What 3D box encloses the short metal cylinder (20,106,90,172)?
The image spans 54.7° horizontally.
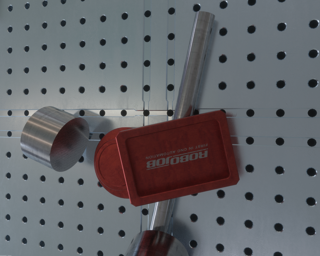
[{"bbox_3d":[-0.145,0.015,0.434,0.050,0.080,0.080,21,97,19],"label":"short metal cylinder"}]

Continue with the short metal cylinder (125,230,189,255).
[{"bbox_3d":[-0.008,0.176,0.387,0.080,0.050,0.079,7,116,14],"label":"short metal cylinder"}]

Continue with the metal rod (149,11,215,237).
[{"bbox_3d":[0.027,0.002,0.403,0.025,0.025,0.298,13,94,19],"label":"metal rod"}]

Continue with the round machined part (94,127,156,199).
[{"bbox_3d":[-0.048,0.048,0.420,0.098,0.042,0.097,0,90,20],"label":"round machined part"}]

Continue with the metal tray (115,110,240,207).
[{"bbox_3d":[0.021,0.035,0.374,0.131,0.030,0.089,-12,92,-1],"label":"metal tray"}]
